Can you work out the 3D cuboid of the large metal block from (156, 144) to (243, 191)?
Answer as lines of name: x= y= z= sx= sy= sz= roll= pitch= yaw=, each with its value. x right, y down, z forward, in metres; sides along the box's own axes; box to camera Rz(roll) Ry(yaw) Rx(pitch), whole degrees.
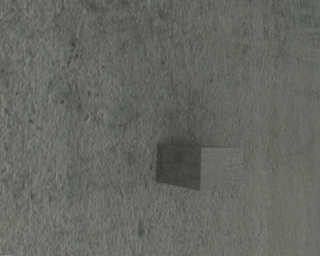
large metal block: x=0.052 y=0.049 z=0.411 sx=0.081 sy=0.080 sz=0.050 roll=3 pitch=88 yaw=-40
